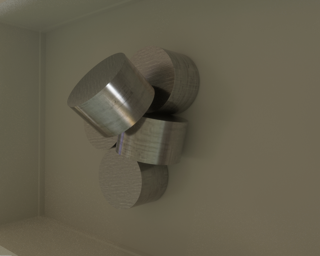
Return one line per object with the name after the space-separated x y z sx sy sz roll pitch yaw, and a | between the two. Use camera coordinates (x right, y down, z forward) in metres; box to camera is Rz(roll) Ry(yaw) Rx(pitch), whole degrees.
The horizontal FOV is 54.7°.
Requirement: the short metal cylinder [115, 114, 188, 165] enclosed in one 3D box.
-0.010 0.008 0.376 0.080 0.081 0.050 17 101 38 | short metal cylinder

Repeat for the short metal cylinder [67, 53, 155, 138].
-0.053 -0.036 0.339 0.080 0.050 0.080 -29 33 21 | short metal cylinder

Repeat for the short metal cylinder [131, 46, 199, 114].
0.001 -0.057 0.386 0.080 0.050 0.079 0 90 39 | short metal cylinder

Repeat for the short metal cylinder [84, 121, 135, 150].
-0.062 -0.010 0.437 0.080 0.050 0.079 0 90 39 | short metal cylinder

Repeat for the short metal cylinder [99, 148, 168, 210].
-0.037 0.064 0.416 0.080 0.050 0.079 0 90 39 | short metal cylinder
